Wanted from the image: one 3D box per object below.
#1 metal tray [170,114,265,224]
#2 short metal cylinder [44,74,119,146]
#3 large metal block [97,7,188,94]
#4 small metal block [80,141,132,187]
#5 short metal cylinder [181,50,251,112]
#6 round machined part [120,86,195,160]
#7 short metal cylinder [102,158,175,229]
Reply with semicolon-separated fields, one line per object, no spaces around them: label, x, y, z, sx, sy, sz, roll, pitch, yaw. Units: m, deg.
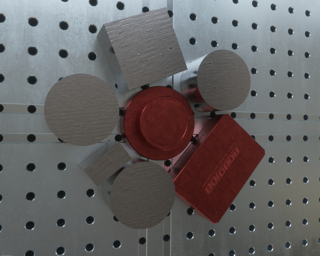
metal tray;0.079;0.055;0.438;0.090;0.030;0.130;42;76;-15
short metal cylinder;-0.093;-0.020;0.364;0.081;0.050;0.080;0;90;-20
large metal block;-0.023;-0.096;0.391;0.081;0.050;0.080;-23;98;-19
small metal block;-0.067;0.041;0.374;0.050;0.050;0.025;-39;103;-16
short metal cylinder;0.076;-0.062;0.426;0.081;0.050;0.080;0;90;-20
round machined part;0.001;-0.006;0.403;0.099;0.042;0.097;0;90;-20
short metal cylinder;-0.028;0.079;0.389;0.081;0.050;0.080;0;90;-20
